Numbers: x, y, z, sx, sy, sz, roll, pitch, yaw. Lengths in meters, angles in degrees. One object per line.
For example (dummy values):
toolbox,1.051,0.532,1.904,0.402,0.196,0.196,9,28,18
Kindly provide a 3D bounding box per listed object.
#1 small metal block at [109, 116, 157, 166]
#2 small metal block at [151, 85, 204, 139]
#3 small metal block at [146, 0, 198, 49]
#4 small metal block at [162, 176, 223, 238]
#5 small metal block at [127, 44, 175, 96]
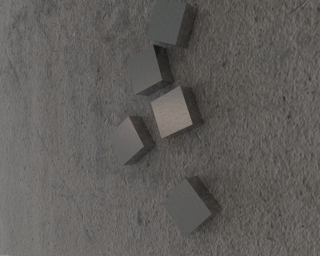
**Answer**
small metal block,-0.040,0.018,0.438,0.050,0.025,0.050,-42,65,32
small metal block,0.021,-0.019,0.388,0.050,0.025,0.050,-27,73,37
small metal block,0.015,-0.132,0.393,0.050,0.025,0.050,24,105,37
small metal block,0.038,0.094,0.374,0.050,0.025,0.050,-52,60,27
small metal block,-0.013,-0.076,0.416,0.050,0.025,0.050,-22,76,38
